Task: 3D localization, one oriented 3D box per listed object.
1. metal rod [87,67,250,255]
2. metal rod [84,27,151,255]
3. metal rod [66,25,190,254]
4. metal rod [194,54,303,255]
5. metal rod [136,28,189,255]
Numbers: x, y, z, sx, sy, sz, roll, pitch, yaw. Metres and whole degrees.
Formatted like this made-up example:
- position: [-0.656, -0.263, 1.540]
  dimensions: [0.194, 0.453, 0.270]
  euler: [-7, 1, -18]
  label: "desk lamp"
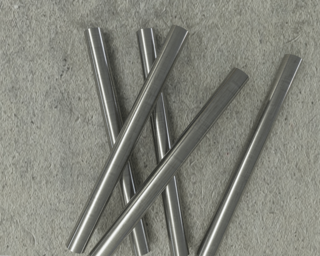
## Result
- position: [0.009, 0.051, 0.383]
  dimensions: [0.025, 0.025, 0.300]
  euler: [38, 90, 0]
  label: "metal rod"
- position: [-0.056, 0.018, 0.409]
  dimensions: [0.025, 0.025, 0.298]
  euler: [-12, 90, 0]
  label: "metal rod"
- position: [-0.039, 0.013, 0.383]
  dimensions: [0.025, 0.025, 0.299]
  euler: [26, 90, 0]
  label: "metal rod"
- position: [0.116, 0.044, 0.410]
  dimensions: [0.025, 0.025, 0.299]
  euler: [24, 90, 0]
  label: "metal rod"
- position: [0.004, 0.020, 0.409]
  dimensions: [0.025, 0.025, 0.298]
  euler: [-9, 90, 0]
  label: "metal rod"
